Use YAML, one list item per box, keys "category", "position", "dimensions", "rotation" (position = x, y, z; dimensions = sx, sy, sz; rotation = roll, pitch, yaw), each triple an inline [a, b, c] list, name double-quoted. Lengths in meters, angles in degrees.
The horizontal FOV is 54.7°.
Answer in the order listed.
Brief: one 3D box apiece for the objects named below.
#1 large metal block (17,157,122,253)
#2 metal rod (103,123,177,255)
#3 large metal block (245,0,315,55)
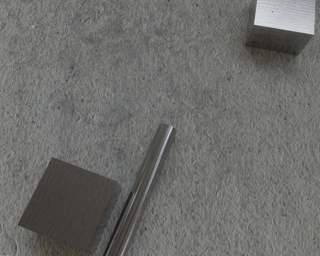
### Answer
- category: "large metal block"
  position: [-0.100, 0.090, 0.361]
  dimensions: [0.080, 0.050, 0.080]
  rotation: [20, 71, 7]
- category: "metal rod"
  position: [-0.045, 0.130, 0.359]
  dimensions: [0.025, 0.025, 0.300]
  rotation: [21, 71, 7]
- category: "large metal block"
  position: [0.175, -0.161, 0.455]
  dimensions: [0.080, 0.050, 0.080]
  rotation: [11, 70, 4]
